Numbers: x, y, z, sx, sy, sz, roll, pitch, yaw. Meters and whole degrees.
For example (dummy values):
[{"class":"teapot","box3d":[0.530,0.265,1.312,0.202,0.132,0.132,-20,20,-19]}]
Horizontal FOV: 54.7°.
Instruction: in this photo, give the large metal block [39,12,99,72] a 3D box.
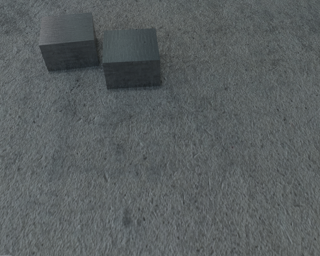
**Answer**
[{"class":"large metal block","box3d":[-0.146,-0.141,0.505,0.081,0.050,0.080,-8,51,-7]}]

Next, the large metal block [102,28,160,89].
[{"class":"large metal block","box3d":[-0.043,-0.108,0.477,0.081,0.050,0.080,-4,50,-4]}]
